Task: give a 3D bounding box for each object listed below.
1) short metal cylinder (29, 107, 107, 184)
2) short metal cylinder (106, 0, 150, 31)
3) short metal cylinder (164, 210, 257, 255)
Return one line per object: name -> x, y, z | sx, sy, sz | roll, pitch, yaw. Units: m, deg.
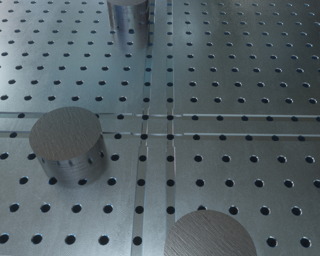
short metal cylinder -> -0.108, 0.020, 0.374 | 0.081, 0.050, 0.080 | 0, 50, 0
short metal cylinder -> -0.059, -0.226, 0.580 | 0.081, 0.050, 0.080 | 0, 50, 0
short metal cylinder -> 0.044, 0.124, 0.287 | 0.081, 0.050, 0.080 | 0, 50, 0
